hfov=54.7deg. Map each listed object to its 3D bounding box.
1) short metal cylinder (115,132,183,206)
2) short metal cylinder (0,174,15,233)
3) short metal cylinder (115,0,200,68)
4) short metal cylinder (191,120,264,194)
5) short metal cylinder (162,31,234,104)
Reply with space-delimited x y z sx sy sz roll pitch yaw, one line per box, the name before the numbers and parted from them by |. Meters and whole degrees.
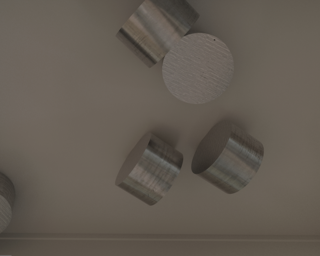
short metal cylinder | -0.014 0.052 0.401 0.050 0.080 0.080 35 106 -12
short metal cylinder | -0.244 0.105 0.422 0.081 0.050 0.079 -7 112 -17
short metal cylinder | -0.003 -0.113 0.340 0.050 0.080 0.080 42 105 -14
short metal cylinder | 0.085 0.036 0.396 0.050 0.080 0.080 33 107 -11
short metal cylinder | 0.043 -0.074 0.371 0.081 0.050 0.079 0 110 0
